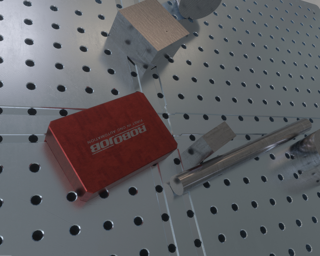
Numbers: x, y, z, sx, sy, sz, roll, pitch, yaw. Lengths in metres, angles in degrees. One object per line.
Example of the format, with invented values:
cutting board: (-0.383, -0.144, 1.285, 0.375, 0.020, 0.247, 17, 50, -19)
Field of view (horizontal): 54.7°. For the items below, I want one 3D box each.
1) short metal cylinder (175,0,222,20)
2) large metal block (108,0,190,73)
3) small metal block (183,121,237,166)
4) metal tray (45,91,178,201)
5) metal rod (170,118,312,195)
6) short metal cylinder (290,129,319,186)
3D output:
short metal cylinder: (0.065, -0.243, 0.556, 0.081, 0.080, 0.050, -2, 63, -29)
large metal block: (-0.017, -0.142, 0.470, 0.080, 0.050, 0.080, 47, 51, 4)
small metal block: (0.066, 0.022, 0.414, 0.050, 0.050, 0.025, -29, 78, -37)
metal tray: (-0.053, 0.016, 0.367, 0.131, 0.030, 0.090, -25, 75, -37)
metal rod: (0.138, 0.032, 0.462, 0.302, 0.025, 0.025, -18, 71, -35)
short metal cylinder: (0.262, 0.047, 0.504, 0.081, 0.050, 0.080, 14, 56, -21)
